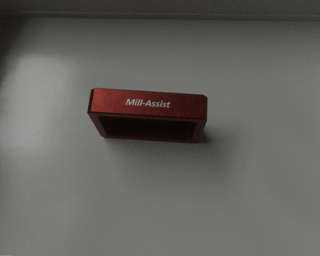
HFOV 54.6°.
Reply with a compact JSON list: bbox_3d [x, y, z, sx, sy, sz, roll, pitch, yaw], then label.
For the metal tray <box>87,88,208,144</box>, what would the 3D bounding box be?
[{"bbox_3d":[-0.013,-0.012,0.379,0.131,0.090,0.030,4,70,1],"label":"metal tray"}]
